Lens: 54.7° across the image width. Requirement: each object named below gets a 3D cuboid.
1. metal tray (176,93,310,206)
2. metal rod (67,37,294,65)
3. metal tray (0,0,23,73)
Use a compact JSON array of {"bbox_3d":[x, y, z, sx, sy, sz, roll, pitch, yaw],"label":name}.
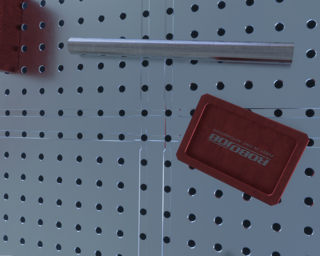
[{"bbox_3d":[0.096,0.023,0.375,0.130,0.030,0.089,25,98,17],"label":"metal tray"},{"bbox_3d":[0.013,-0.103,0.407,0.301,0.025,0.025,7,92,19],"label":"metal rod"},{"bbox_3d":[-0.256,-0.155,0.466,0.030,0.090,0.129,6,92,20],"label":"metal tray"}]
